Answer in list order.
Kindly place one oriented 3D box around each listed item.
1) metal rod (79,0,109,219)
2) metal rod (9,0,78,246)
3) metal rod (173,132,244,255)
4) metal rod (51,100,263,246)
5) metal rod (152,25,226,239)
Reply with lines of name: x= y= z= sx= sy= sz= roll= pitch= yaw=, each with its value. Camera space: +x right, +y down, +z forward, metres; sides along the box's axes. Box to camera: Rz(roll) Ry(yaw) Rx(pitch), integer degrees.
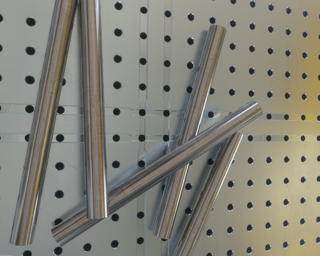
metal rod: x=-0.079 y=-0.047 z=0.366 sx=0.025 sy=0.025 sz=0.298 roll=-1 pitch=84 yaw=-20
metal rod: x=-0.134 y=-0.017 z=0.363 sx=0.025 sy=0.025 sz=0.298 roll=11 pitch=86 yaw=-20
metal rod: x=0.047 y=0.140 z=0.431 sx=0.025 sy=0.025 sz=0.299 roll=29 pitch=80 yaw=-18
metal rod: x=0.004 y=0.051 z=0.393 sx=0.301 sy=0.025 sz=0.025 roll=-32 pitch=101 yaw=-10
metal rod: x=0.042 y=0.001 z=0.429 sx=0.025 sy=0.025 sz=0.299 roll=18 pitch=84 yaw=-20
